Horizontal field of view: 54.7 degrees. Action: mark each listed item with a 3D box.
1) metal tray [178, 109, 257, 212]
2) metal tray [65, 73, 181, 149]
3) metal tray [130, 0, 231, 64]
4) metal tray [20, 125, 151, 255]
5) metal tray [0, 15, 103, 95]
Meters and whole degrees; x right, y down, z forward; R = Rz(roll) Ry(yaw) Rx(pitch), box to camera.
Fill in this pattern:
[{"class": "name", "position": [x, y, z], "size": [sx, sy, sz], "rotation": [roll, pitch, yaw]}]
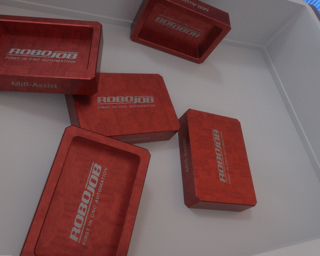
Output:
[{"class": "metal tray", "position": [0.074, 0.043, 0.418], "size": [0.091, 0.030, 0.130], "rotation": [11, 57, -23]}, {"class": "metal tray", "position": [-0.047, -0.025, 0.394], "size": [0.131, 0.030, 0.090], "rotation": [-5, 64, -31]}, {"class": "metal tray", "position": [0.030, -0.155, 0.476], "size": [0.131, 0.090, 0.030], "rotation": [14, 56, -21]}, {"class": "metal tray", "position": [-0.068, 0.072, 0.302], "size": [0.091, 0.030, 0.130], "rotation": [20, 68, -17]}, {"class": "metal tray", "position": [-0.135, -0.085, 0.355], "size": [0.131, 0.030, 0.090], "rotation": [2, 59, -5]}]
